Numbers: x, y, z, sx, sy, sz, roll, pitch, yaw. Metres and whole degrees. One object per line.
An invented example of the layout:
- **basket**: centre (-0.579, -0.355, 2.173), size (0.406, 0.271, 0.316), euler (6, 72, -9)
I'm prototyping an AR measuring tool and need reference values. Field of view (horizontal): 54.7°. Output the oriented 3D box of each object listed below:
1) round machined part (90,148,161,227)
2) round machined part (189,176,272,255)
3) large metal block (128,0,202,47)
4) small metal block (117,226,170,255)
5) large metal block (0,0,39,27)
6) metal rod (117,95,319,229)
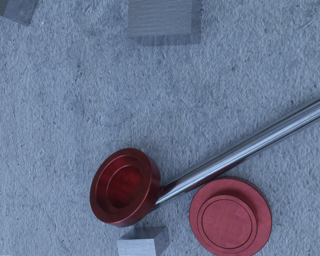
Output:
- **round machined part**: centre (-0.040, 0.078, 0.399), size (0.098, 0.042, 0.098), euler (-19, 52, 27)
- **round machined part**: centre (0.082, 0.109, 0.371), size (0.098, 0.042, 0.097), euler (0, 90, 20)
- **large metal block**: centre (0.008, -0.151, 0.393), size (0.080, 0.050, 0.079), euler (3, 91, 20)
- **small metal block**: centre (-0.020, 0.149, 0.403), size (0.050, 0.050, 0.025), euler (-9, 87, 20)
- **large metal block**: centre (-0.236, -0.215, 0.479), size (0.080, 0.050, 0.080), euler (29, 99, 17)
- **metal rod**: centre (0.064, 0.050, 0.386), size (0.300, 0.025, 0.025), euler (-32, 80, 17)
